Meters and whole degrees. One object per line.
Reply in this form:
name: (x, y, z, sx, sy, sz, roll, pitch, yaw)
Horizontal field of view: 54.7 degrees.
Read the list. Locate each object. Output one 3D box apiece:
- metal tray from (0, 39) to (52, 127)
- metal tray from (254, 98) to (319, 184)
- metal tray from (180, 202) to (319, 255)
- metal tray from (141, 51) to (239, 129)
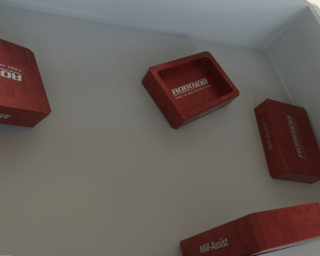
metal tray: (-0.177, -0.052, 0.300, 0.131, 0.030, 0.090, 11, 51, -59)
metal tray: (0.210, 0.020, 0.503, 0.091, 0.030, 0.130, 10, 57, -23)
metal tray: (0.091, 0.113, 0.318, 0.091, 0.129, 0.030, 0, 62, -28)
metal tray: (0.049, -0.061, 0.465, 0.131, 0.030, 0.090, -25, 75, -37)
